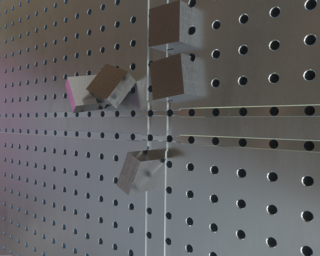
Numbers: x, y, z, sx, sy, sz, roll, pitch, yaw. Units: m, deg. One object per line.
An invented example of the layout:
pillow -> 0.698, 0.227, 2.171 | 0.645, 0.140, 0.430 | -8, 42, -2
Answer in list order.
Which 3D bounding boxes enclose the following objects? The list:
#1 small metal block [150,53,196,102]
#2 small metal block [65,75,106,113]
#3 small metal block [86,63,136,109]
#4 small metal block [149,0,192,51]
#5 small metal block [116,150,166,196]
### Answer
small metal block -> 0.016, -0.063, 0.397 | 0.050, 0.025, 0.050 | -8, 85, 40
small metal block -> -0.116, -0.054, 0.486 | 0.025, 0.050, 0.050 | -45, 61, 56
small metal block -> -0.072, -0.062, 0.456 | 0.050, 0.025, 0.050 | 26, 75, 37
small metal block -> 0.013, -0.130, 0.400 | 0.050, 0.025, 0.050 | 2, 91, 40
small metal block -> -0.025, 0.058, 0.415 | 0.025, 0.050, 0.050 | 32, 110, 35
